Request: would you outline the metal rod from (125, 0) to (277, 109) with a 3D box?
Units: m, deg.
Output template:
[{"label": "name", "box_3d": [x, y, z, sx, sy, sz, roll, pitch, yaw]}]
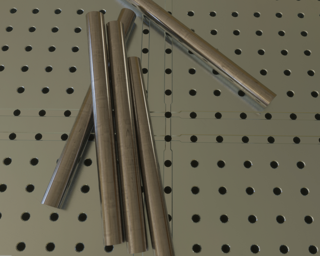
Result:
[{"label": "metal rod", "box_3d": [0.043, -0.132, 0.460, 0.300, 0.025, 0.025, 41, 75, 13]}]

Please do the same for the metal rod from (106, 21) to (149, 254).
[{"label": "metal rod", "box_3d": [-0.045, 0.000, 0.396, 0.025, 0.025, 0.299, -7, 75, -3]}]

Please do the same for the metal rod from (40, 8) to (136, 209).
[{"label": "metal rod", "box_3d": [-0.090, -0.040, 0.425, 0.025, 0.025, 0.299, 16, 70, 5]}]

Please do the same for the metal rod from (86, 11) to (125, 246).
[{"label": "metal rod", "box_3d": [-0.072, -0.009, 0.394, 0.025, 0.025, 0.299, -6, 77, -3]}]

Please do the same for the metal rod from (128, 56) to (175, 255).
[{"label": "metal rod", "box_3d": [-0.015, 0.042, 0.396, 0.025, 0.025, 0.299, -9, 70, -4]}]
